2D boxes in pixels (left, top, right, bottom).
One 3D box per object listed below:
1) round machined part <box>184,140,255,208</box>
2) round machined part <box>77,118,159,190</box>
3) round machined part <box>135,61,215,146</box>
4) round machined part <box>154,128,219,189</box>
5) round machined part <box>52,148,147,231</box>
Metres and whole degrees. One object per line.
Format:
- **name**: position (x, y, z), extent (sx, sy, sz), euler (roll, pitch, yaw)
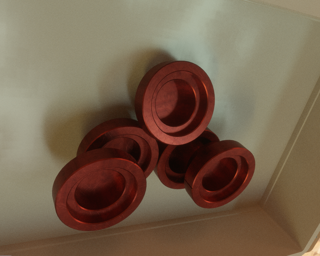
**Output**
- **round machined part**: position (0.075, 0.057, 0.419), extent (0.099, 0.042, 0.097), euler (-14, 124, -21)
- **round machined part**: position (-0.054, 0.030, 0.385), extent (0.099, 0.042, 0.097), euler (-14, 124, -21)
- **round machined part**: position (0.014, -0.031, 0.371), extent (0.099, 0.042, 0.097), euler (-7, 104, -29)
- **round machined part**: position (0.033, 0.035, 0.435), extent (0.099, 0.042, 0.097), euler (-14, 124, -21)
- **round machined part**: position (-0.068, 0.063, 0.343), extent (0.099, 0.042, 0.097), euler (-14, 124, -21)
